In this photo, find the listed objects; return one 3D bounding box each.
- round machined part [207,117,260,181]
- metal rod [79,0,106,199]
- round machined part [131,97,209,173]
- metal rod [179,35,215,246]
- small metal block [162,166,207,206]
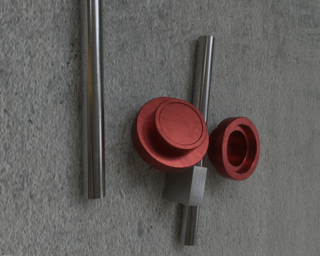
[{"bbox_3d":[0.112,0.032,0.487,0.099,0.042,0.097,0,90,-40],"label":"round machined part"},{"bbox_3d":[-0.075,-0.073,0.341,0.025,0.025,0.298,-1,91,-40],"label":"metal rod"},{"bbox_3d":[0.018,0.003,0.381,0.099,0.042,0.098,11,60,-19],"label":"round machined part"},{"bbox_3d":[0.054,0.014,0.449,0.025,0.025,0.298,10,84,-40],"label":"metal rod"},{"bbox_3d":[0.033,0.074,0.416,0.025,0.050,0.050,15,81,-39],"label":"small metal block"}]
